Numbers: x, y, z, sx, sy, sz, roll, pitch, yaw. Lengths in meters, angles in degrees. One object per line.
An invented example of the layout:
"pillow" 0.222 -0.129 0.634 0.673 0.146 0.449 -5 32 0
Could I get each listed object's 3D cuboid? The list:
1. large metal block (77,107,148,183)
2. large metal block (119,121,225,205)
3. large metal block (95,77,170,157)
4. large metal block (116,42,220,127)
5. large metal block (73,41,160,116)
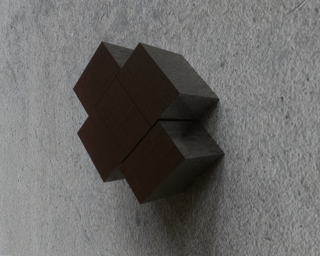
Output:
"large metal block" -0.048 0.020 0.409 0.050 0.081 0.080 -50 61 28
"large metal block" 0.014 0.038 0.358 0.080 0.081 0.050 -49 61 28
"large metal block" -0.019 -0.014 0.385 0.050 0.081 0.080 -50 61 28
"large metal block" 0.010 -0.047 0.361 0.050 0.081 0.080 -50 61 28
"large metal block" -0.055 -0.060 0.414 0.080 0.081 0.050 -49 61 28
